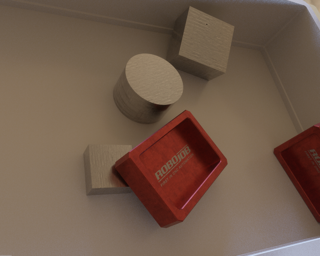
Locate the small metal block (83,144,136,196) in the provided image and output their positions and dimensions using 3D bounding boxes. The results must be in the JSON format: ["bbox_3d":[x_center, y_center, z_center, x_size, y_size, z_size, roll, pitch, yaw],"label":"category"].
[{"bbox_3d":[-0.056,0.047,0.348,0.050,0.025,0.050,3,60,-27],"label":"small metal block"}]

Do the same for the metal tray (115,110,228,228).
[{"bbox_3d":[0.020,0.042,0.369,0.090,0.030,0.131,53,42,1],"label":"metal tray"}]

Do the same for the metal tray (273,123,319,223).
[{"bbox_3d":[0.240,0.066,0.455,0.030,0.090,0.130,-17,71,-35],"label":"metal tray"}]

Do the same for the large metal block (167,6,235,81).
[{"bbox_3d":[0.063,-0.130,0.487,0.081,0.050,0.080,17,78,-19],"label":"large metal block"}]

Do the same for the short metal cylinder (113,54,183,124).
[{"bbox_3d":[-0.016,-0.052,0.414,0.081,0.050,0.080,14,56,-21],"label":"short metal cylinder"}]
